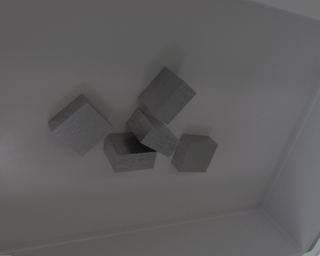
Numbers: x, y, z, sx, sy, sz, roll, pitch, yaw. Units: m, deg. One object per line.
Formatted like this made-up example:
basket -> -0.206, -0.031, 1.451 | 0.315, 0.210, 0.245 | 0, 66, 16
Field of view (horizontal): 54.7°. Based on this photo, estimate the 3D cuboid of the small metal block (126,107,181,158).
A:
small metal block -> -0.009, 0.006, 0.391 | 0.050, 0.050, 0.025 | 31, 101, -38

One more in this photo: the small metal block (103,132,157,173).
small metal block -> -0.039, 0.029, 0.389 | 0.050, 0.050, 0.025 | -3, 120, -27

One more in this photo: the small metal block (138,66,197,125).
small metal block -> 0.008, -0.040, 0.372 | 0.050, 0.050, 0.025 | -48, 129, 5

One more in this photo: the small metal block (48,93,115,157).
small metal block -> -0.090, -0.003, 0.358 | 0.050, 0.025, 0.050 | -40, 130, -1

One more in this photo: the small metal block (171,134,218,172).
small metal block -> 0.051, 0.038, 0.460 | 0.050, 0.025, 0.050 | 6, 116, -31
